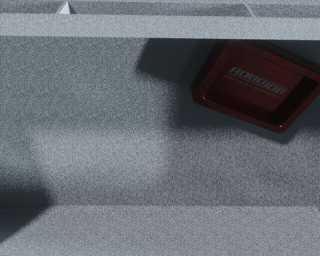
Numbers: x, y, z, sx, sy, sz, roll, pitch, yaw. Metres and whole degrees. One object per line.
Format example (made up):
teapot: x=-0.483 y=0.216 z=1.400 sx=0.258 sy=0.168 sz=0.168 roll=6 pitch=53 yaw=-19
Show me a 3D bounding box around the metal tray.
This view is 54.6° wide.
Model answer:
metal tray: x=0.114 y=-0.051 z=0.362 sx=0.131 sy=0.030 sz=0.089 roll=18 pitch=128 yaw=-15
